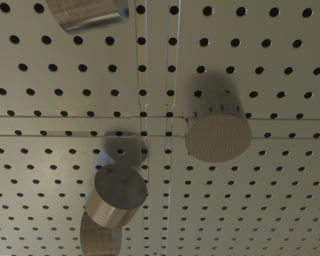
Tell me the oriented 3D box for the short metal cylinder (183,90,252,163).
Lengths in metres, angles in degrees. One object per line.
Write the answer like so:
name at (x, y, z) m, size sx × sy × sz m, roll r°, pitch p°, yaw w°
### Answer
short metal cylinder at (0.071, -0.001, 0.395) m, size 0.081 × 0.050 × 0.079 m, roll 0°, pitch 130°, yaw 0°

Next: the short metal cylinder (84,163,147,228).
short metal cylinder at (-0.066, 0.100, 0.460) m, size 0.080 × 0.080 × 0.050 m, roll 19°, pitch 127°, yaw -16°

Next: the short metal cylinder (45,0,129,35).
short metal cylinder at (-0.063, -0.126, 0.267) m, size 0.050 × 0.080 × 0.080 m, roll -10°, pitch 130°, yaw 9°

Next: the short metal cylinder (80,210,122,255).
short metal cylinder at (-0.097, 0.175, 0.524) m, size 0.050 × 0.080 × 0.080 m, roll -5°, pitch 130°, yaw 4°
